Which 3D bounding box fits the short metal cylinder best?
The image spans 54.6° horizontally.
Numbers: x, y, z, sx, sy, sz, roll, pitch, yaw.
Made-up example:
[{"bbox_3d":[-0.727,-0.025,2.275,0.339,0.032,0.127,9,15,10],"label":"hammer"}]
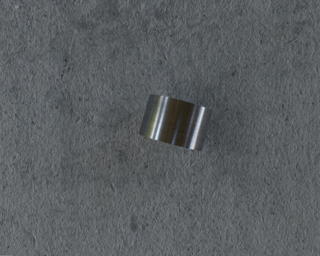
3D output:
[{"bbox_3d":[0.019,-0.006,0.383,0.080,0.080,0.050,15,90,0],"label":"short metal cylinder"}]
